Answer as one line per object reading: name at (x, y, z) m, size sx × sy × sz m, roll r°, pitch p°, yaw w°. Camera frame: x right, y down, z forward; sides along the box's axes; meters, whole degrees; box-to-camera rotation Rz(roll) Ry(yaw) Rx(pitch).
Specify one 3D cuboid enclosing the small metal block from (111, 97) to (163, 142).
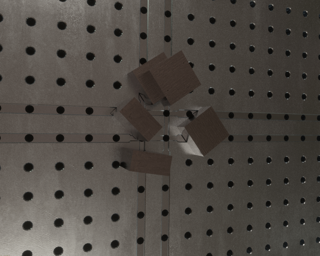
small metal block at (-0.030, -0.010, 0.389) m, size 0.025 × 0.050 × 0.050 m, roll -47°, pitch 105°, yaw -14°

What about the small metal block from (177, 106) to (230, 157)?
small metal block at (0.061, 0.004, 0.437) m, size 0.050 × 0.025 × 0.050 m, roll -37°, pitch 102°, yaw -16°

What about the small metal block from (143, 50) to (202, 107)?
small metal block at (0.016, -0.062, 0.393) m, size 0.050 × 0.025 × 0.050 m, roll -35°, pitch 102°, yaw -17°

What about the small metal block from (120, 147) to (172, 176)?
small metal block at (-0.019, 0.042, 0.393) m, size 0.050 × 0.050 × 0.025 m, roll 10°, pitch 87°, yaw -20°

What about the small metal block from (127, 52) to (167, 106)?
small metal block at (-0.006, -0.065, 0.411) m, size 0.050 × 0.025 × 0.050 m, roll -35°, pitch 102°, yaw -17°
